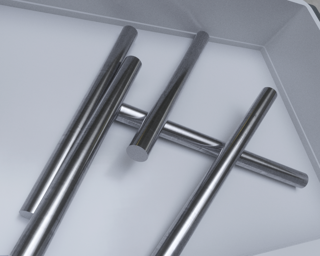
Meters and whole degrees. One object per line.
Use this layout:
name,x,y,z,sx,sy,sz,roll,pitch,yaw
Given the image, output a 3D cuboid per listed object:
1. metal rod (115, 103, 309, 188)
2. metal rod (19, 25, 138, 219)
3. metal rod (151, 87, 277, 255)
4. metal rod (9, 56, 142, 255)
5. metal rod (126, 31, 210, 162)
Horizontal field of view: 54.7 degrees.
metal rod,0.083,0.030,0.434,0.302,0.025,0.025,21,54,-16
metal rod,-0.083,-0.031,0.380,0.025,0.025,0.300,27,52,-12
metal rod,0.083,0.045,0.397,0.025,0.025,0.301,41,59,-1
metal rod,-0.077,0.021,0.325,0.025,0.025,0.300,29,50,-10
metal rod,0.025,-0.066,0.438,0.025,0.025,0.301,34,44,-6
